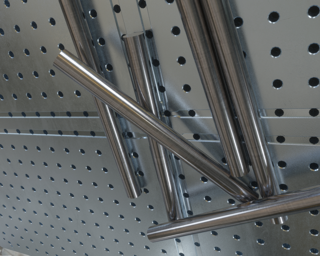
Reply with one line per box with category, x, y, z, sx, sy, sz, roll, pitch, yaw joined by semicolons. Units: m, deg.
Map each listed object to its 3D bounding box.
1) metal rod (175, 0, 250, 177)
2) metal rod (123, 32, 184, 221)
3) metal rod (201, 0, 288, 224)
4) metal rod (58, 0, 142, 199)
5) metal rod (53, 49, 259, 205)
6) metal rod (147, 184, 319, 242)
metal rod;0.050;-0.075;0.338;0.025;0.025;0.299;-8;115;32
metal rod;-0.002;0.022;0.426;0.025;0.025;0.298;2;120;27
metal rod;0.100;-0.014;0.350;0.025;0.025;0.299;-9;114;32
metal rod;-0.075;-0.026;0.435;0.025;0.025;0.299;0;119;28
metal rod;0.002;0.006;0.386;0.301;0.025;0.025;37;130;-8
metal rod;0.095;0.112;0.396;0.299;0.025;0.025;-27;104;37
